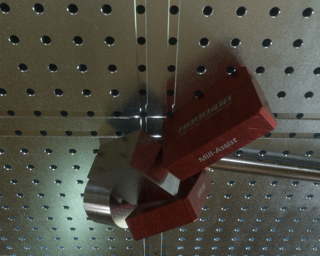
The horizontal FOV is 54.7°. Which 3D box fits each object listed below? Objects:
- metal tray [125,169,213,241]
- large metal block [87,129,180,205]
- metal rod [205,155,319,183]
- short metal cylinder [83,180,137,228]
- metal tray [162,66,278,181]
[{"bbox_3d":[0.018,0.102,0.434,0.090,0.130,0.030,-25,91,20],"label":"metal tray"},{"bbox_3d":[-0.030,0.054,0.394,0.080,0.050,0.080,-21,131,40],"label":"large metal block"},{"bbox_3d":[0.151,0.059,0.462,0.302,0.025,0.025,8,130,-7],"label":"metal rod"},{"bbox_3d":[-0.064,0.101,0.452,0.050,0.080,0.080,-2,135,35],"label":"short metal cylinder"},{"bbox_3d":[0.061,-0.005,0.364,0.130,0.090,0.030,-34,122,25],"label":"metal tray"}]
